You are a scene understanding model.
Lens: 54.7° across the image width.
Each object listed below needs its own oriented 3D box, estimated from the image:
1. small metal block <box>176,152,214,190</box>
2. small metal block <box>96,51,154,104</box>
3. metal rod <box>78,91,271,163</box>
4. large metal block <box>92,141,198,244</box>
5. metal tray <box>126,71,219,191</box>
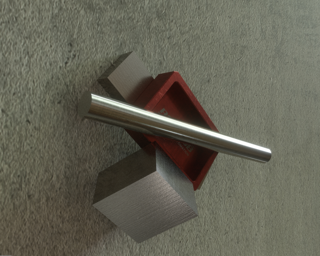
[{"bbox_3d":[0.045,0.053,0.446,0.050,0.025,0.050,46,62,-31],"label":"small metal block"},{"bbox_3d":[-0.039,-0.056,0.375,0.050,0.025,0.050,52,59,-28],"label":"small metal block"},{"bbox_3d":[0.045,0.010,0.374,0.302,0.025,0.025,16,80,-39],"label":"metal rod"},{"bbox_3d":[-0.015,0.074,0.349,0.080,0.080,0.050,51,18,-28],"label":"large metal block"},{"bbox_3d":[0.022,0.006,0.390,0.130,0.030,0.090,51,60,-28],"label":"metal tray"}]
